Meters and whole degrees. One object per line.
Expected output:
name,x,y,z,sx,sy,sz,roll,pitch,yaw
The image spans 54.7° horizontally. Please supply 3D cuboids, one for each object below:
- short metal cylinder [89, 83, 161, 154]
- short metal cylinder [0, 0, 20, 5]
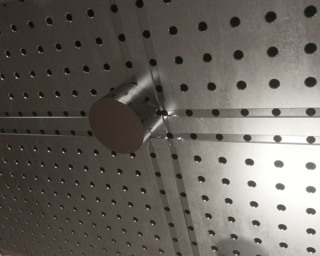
short metal cylinder,-0.046,-0.013,0.410,0.080,0.050,0.079,13,124,20
short metal cylinder,-0.215,-0.195,0.386,0.080,0.050,0.079,13,124,20
